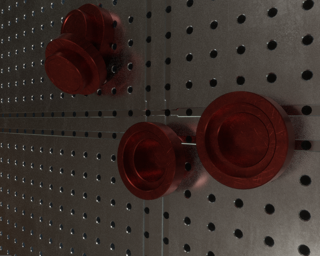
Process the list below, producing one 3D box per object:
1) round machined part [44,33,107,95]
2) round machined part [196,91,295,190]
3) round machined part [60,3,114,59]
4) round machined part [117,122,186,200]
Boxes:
[{"bbox_3d":[-0.135,-0.090,0.473,0.098,0.042,0.097,17,137,17],"label":"round machined part"},{"bbox_3d":[0.090,0.012,0.323,0.098,0.042,0.097,0,91,39],"label":"round machined part"},{"bbox_3d":[-0.123,-0.150,0.497,0.098,0.042,0.097,0,90,39],"label":"round machined part"},{"bbox_3d":[-0.007,0.041,0.402,0.098,0.042,0.097,0,90,39],"label":"round machined part"}]
